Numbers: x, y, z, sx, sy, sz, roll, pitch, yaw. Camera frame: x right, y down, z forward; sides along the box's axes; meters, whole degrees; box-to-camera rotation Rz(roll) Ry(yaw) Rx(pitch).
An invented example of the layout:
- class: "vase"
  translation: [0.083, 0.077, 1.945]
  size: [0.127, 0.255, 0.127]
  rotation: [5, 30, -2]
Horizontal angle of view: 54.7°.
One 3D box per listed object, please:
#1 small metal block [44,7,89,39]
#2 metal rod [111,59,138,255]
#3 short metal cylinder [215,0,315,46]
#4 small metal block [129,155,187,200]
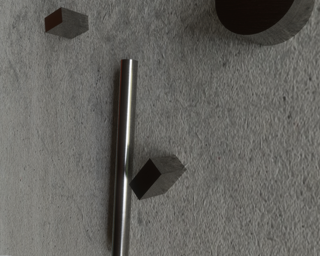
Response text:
- class: "small metal block"
  translation: [-0.156, -0.174, 0.517]
  size: [0.050, 0.050, 0.025]
  rotation: [-10, 84, 39]
- class: "metal rod"
  translation: [-0.051, 0.053, 0.447]
  size: [0.025, 0.025, 0.298]
  rotation: [5, 93, 40]
- class: "short metal cylinder"
  translation: [0.102, -0.126, 0.304]
  size: [0.080, 0.050, 0.080]
  rotation: [0, 90, 40]
- class: "small metal block"
  translation: [-0.002, 0.062, 0.391]
  size: [0.025, 0.050, 0.050]
  rotation: [52, 121, 27]
